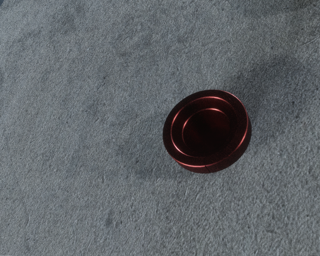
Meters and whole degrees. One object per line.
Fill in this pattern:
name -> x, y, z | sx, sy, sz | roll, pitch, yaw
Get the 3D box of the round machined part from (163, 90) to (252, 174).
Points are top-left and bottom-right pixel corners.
round machined part -> 0.056, 0.007, 0.359 | 0.098, 0.042, 0.098 | -13, 56, 21
